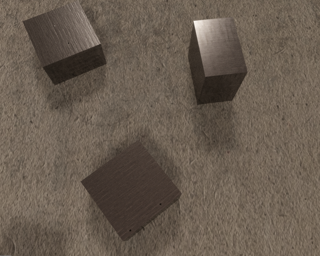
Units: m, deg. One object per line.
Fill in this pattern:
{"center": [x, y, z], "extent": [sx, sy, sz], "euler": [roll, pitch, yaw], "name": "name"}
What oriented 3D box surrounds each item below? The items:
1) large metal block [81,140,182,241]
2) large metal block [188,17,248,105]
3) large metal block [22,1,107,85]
{"center": [-0.032, 0.075, 0.367], "extent": [0.080, 0.050, 0.080], "euler": [-36, 74, -13], "name": "large metal block"}
{"center": [0.072, -0.086, 0.411], "extent": [0.050, 0.080, 0.080], "euler": [-7, 70, -3], "name": "large metal block"}
{"center": [-0.132, -0.119, 0.437], "extent": [0.080, 0.050, 0.080], "euler": [-25, 72, -9], "name": "large metal block"}
